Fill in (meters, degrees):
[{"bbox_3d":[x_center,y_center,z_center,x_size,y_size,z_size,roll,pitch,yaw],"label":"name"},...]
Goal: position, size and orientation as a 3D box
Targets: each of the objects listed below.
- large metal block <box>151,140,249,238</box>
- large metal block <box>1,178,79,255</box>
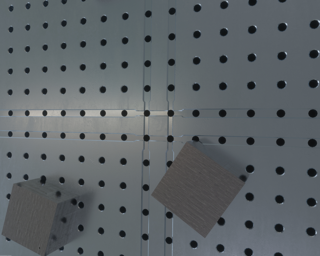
[{"bbox_3d":[0.050,0.071,0.382,0.080,0.050,0.080,36,101,16],"label":"large metal block"},{"bbox_3d":[-0.178,0.130,0.463,0.080,0.050,0.080,17,96,19],"label":"large metal block"}]
